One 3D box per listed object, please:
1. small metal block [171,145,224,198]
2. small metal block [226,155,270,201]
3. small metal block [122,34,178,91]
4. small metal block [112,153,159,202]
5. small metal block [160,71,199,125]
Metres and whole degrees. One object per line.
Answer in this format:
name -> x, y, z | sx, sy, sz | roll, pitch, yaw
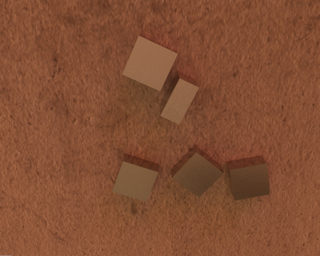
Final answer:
small metal block -> 0.052, 0.060, 0.433 | 0.050, 0.025, 0.050 | 38, 105, -13
small metal block -> 0.124, 0.071, 0.438 | 0.050, 0.025, 0.050 | -11, 110, 3
small metal block -> -0.012, -0.080, 0.380 | 0.050, 0.025, 0.050 | 23, 108, -9
small metal block -> -0.034, 0.070, 0.435 | 0.050, 0.025, 0.050 | 19, 109, -7
small metal block -> 0.022, -0.039, 0.383 | 0.025, 0.050, 0.050 | 25, 108, -9
